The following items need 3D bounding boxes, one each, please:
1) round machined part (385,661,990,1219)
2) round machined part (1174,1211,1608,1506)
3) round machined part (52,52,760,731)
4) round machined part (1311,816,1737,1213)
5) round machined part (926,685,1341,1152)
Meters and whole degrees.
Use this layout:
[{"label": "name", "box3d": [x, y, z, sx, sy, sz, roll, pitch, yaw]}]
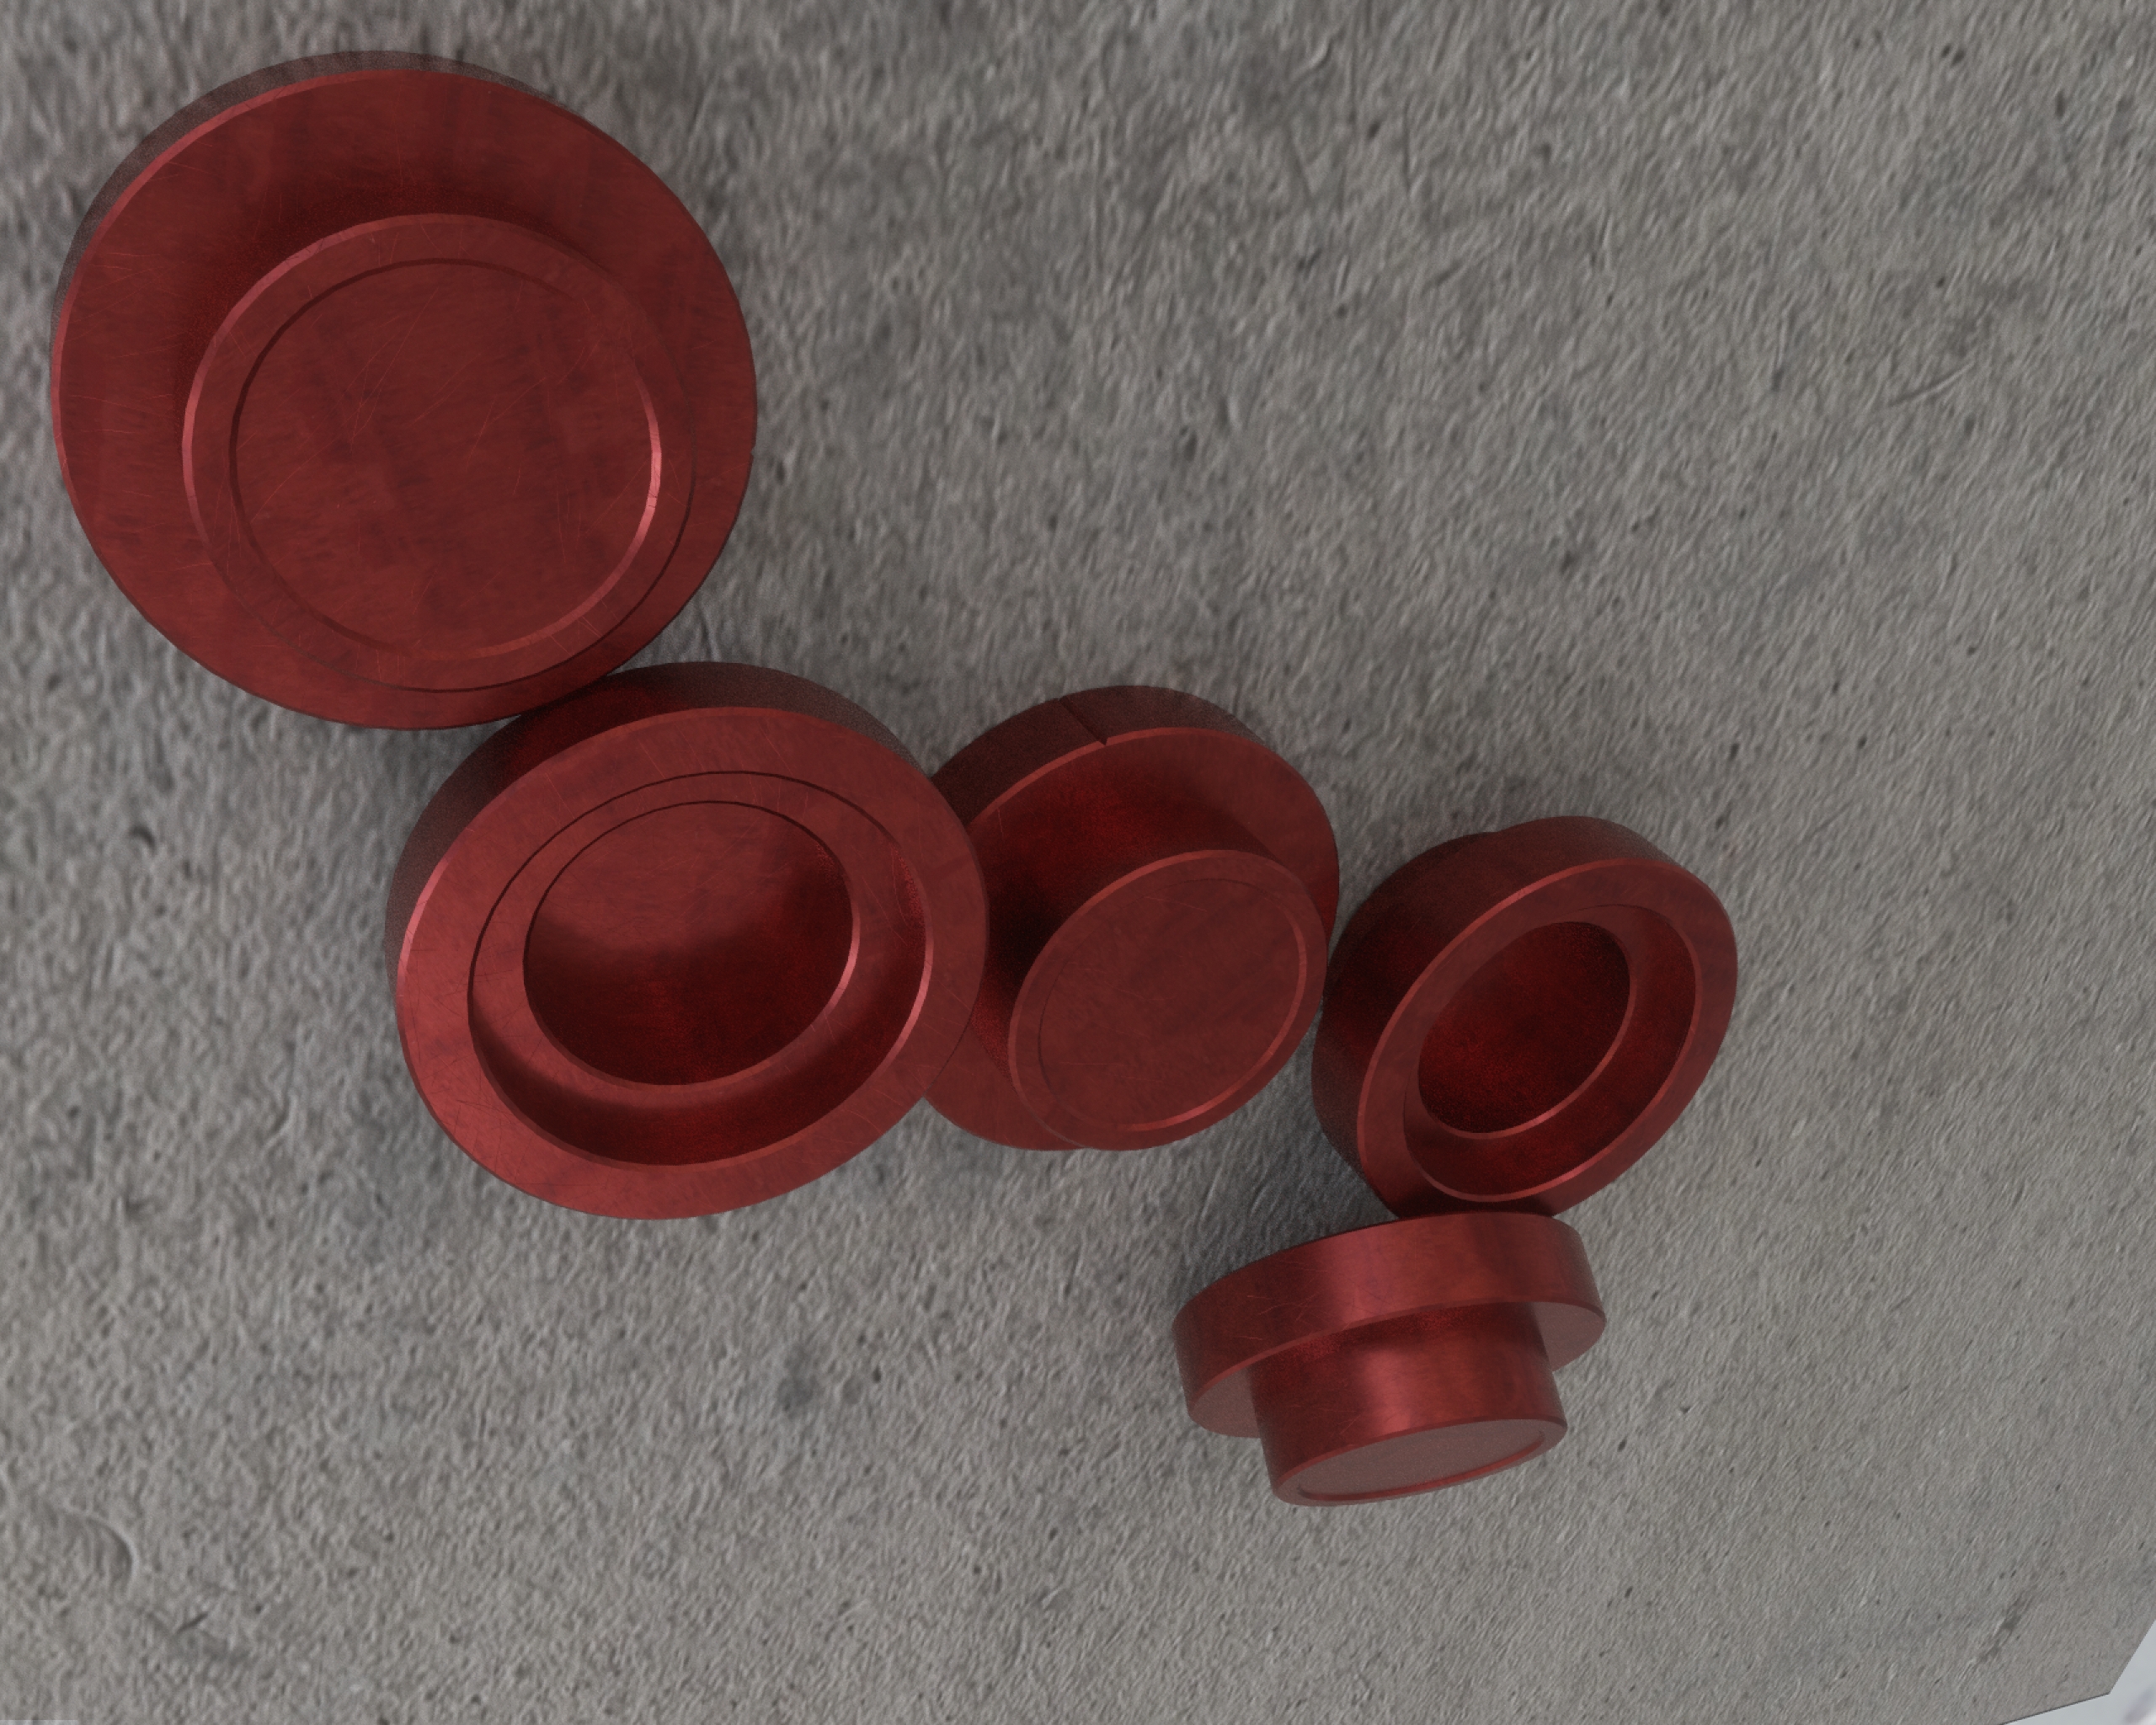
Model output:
[{"label": "round machined part", "box3d": [-0.068, 0.010, 0.362, 0.099, 0.042, 0.097, -11, 121, -19]}, {"label": "round machined part", "box3d": [0.074, 0.118, 0.481, 0.099, 0.042, 0.098, -9, 151, -5]}, {"label": "round machined part", "box3d": [-0.094, -0.063, 0.303, 0.099, 0.042, 0.097, -12, 121, -21]}, {"label": "round machined part", "box3d": [0.095, 0.032, 0.467, 0.099, 0.042, 0.097, -14, 124, -21]}, {"label": "round machined part", "box3d": [0.010, 0.018, 0.412, 0.099, 0.042, 0.097, -14, 124, -21]}]
